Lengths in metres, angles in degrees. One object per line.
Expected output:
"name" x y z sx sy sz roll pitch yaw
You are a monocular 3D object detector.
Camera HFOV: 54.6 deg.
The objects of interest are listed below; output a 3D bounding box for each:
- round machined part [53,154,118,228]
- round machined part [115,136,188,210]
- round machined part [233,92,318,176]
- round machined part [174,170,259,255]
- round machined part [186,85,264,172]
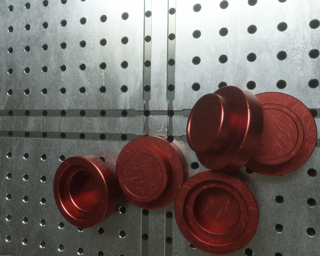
"round machined part" -0.098 0.085 0.433 0.098 0.042 0.097 2 94 29
"round machined part" -0.016 0.059 0.410 0.098 0.042 0.097 0 90 20
"round machined part" 0.128 0.007 0.358 0.098 0.042 0.097 0 90 20
"round machined part" 0.071 0.098 0.379 0.098 0.042 0.097 0 90 20
"round machined part" 0.065 -0.002 0.351 0.042 0.098 0.098 15 97 -25
